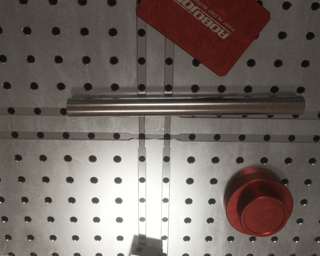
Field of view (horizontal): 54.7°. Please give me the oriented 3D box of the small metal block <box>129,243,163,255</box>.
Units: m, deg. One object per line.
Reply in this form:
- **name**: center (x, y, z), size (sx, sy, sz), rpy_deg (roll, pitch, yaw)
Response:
- **small metal block**: center (-0.025, 0.216, 0.493), size (0.050, 0.025, 0.050), rpy_deg (12, 110, -5)

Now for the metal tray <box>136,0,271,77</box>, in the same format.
- **metal tray**: center (0.049, -0.133, 0.362), size (0.130, 0.030, 0.090), rpy_deg (34, 106, -12)

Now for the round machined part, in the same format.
- **round machined part**: center (0.145, 0.118, 0.450), size (0.099, 0.042, 0.097), rpy_deg (0, 110, -1)

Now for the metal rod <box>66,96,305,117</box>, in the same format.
- **metal rod**: center (0.033, -0.028, 0.403), size (0.302, 0.025, 0.025), rpy_deg (-1, 110, -1)
